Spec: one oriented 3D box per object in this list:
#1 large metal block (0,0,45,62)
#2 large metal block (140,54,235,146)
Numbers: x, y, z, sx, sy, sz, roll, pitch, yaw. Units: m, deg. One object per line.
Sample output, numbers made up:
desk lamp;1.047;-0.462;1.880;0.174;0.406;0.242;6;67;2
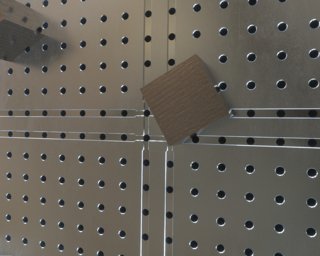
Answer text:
large metal block;-0.240;-0.150;0.469;0.080;0.080;0.050;-29;81;18
large metal block;0.035;-0.032;0.387;0.080;0.050;0.080;-30;80;17
